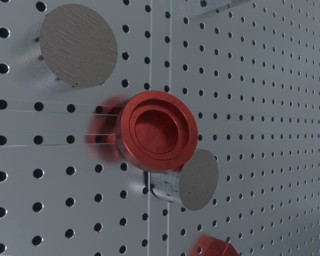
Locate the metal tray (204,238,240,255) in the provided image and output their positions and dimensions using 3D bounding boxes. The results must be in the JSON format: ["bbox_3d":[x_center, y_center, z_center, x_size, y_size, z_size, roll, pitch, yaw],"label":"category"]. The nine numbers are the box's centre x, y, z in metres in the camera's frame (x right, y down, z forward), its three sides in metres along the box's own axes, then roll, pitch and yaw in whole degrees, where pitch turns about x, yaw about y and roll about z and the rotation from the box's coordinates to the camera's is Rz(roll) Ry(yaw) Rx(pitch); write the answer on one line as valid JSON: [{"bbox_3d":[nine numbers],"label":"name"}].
[{"bbox_3d":[0.106,0.254,0.496,0.090,0.030,0.130,-50,119,-28],"label":"metal tray"}]

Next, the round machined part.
[{"bbox_3d":[-0.007,0.007,0.377,0.099,0.042,0.098,9,67,-21],"label":"round machined part"}]

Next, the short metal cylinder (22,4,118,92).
[{"bbox_3d":[-0.091,-0.079,0.317,0.081,0.050,0.079,0,90,-40],"label":"short metal cylinder"}]

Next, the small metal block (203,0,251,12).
[{"bbox_3d":[0.103,-0.201,0.480,0.050,0.050,0.025,-22,105,-38],"label":"small metal block"}]

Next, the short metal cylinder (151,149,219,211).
[{"bbox_3d":[0.034,0.065,0.417,0.081,0.050,0.079,-7,100,-43],"label":"short metal cylinder"}]
